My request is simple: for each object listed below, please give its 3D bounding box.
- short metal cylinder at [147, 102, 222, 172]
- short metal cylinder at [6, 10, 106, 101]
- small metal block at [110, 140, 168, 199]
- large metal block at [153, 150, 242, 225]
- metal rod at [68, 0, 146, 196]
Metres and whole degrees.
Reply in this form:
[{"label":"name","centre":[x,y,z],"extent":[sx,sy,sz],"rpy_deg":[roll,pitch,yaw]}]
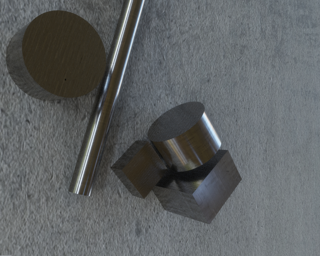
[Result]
[{"label":"short metal cylinder","centre":[0.031,0.010,0.398],"extent":[0.080,0.080,0.050],"rpy_deg":[-47,119,-30]},{"label":"short metal cylinder","centre":[-0.101,-0.068,0.305],"extent":[0.081,0.050,0.079],"rpy_deg":[0,90,-40]},{"label":"small metal block","centre":[-0.025,0.051,0.386],"extent":[0.050,0.025,0.050],"rpy_deg":[-48,119,-30]},{"label":"large metal block","centre":[0.047,0.071,0.411],"extent":[0.080,0.080,0.050],"rpy_deg":[-44,117,-31]},{"label":"metal rod","centre":[-0.051,-0.072,0.362],"extent":[0.025,0.025,0.299],"rpy_deg":[23,76,-38]}]
